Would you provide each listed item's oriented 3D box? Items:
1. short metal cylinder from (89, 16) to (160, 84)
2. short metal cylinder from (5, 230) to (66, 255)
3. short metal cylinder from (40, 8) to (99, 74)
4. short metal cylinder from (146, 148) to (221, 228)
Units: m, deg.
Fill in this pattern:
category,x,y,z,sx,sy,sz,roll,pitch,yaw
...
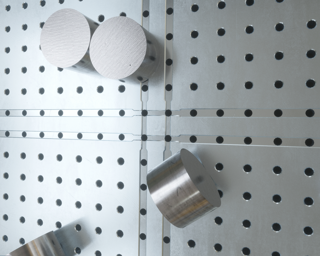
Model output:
category,x,y,z,sx,sy,sz,roll,pitch,yaw
short metal cylinder,-0.046,-0.101,0.414,0.080,0.050,0.079,0,90,19
short metal cylinder,-0.181,0.191,0.445,0.080,0.080,0.050,-33,80,17
short metal cylinder,-0.120,-0.121,0.440,0.080,0.050,0.079,0,90,19
short metal cylinder,0.029,0.072,0.373,0.050,0.080,0.080,-36,79,16
